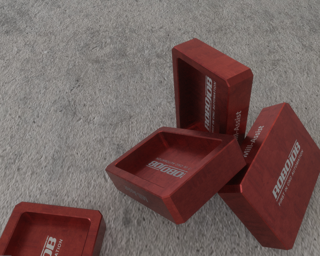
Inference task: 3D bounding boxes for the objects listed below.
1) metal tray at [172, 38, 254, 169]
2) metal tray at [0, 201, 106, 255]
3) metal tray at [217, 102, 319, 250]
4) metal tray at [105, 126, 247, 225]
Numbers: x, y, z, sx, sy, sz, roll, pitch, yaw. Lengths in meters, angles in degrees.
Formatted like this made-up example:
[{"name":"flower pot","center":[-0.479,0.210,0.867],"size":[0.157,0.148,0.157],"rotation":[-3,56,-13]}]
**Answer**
[{"name":"metal tray","center":[0.054,-0.023,0.346],"size":[0.030,0.129,0.090],"rotation":[-27,47,-21]},{"name":"metal tray","center":[-0.109,0.137,0.283],"size":[0.090,0.030,0.130],"rotation":[6,50,4]},{"name":"metal tray","center":[0.122,0.046,0.327],"size":[0.090,0.030,0.131],"rotation":[50,56,-16]},{"name":"metal tray","center":[0.010,0.039,0.317],"size":[0.090,0.030,0.130],"rotation":[-36,22,-24]}]
